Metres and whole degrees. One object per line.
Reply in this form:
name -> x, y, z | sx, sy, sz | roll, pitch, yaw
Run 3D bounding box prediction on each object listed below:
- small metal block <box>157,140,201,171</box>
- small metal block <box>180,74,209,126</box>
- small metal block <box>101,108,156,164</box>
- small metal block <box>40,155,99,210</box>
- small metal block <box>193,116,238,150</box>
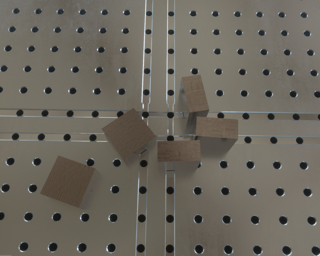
small metal block -> 0.022, 0.035, 0.386 | 0.050, 0.050, 0.025 | -2, 70, -1
small metal block -> 0.044, -0.035, 0.412 | 0.025, 0.050, 0.050 | -10, 70, -3
small metal block -> -0.040, 0.010, 0.408 | 0.050, 0.025, 0.050 | -35, 74, -12
small metal block -> -0.111, 0.068, 0.386 | 0.050, 0.025, 0.050 | 18, 71, 6
small metal block -> 0.069, 0.008, 0.396 | 0.050, 0.050, 0.025 | 4, 70, 1
